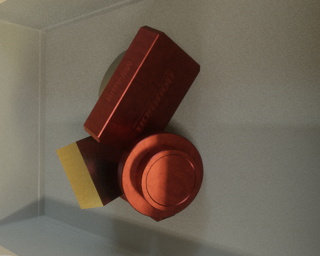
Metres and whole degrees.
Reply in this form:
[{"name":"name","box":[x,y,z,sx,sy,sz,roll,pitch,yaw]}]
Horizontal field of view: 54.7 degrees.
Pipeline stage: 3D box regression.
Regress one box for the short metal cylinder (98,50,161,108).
[{"name":"short metal cylinder","box":[-0.034,-0.053,0.395,0.080,0.050,0.080,-30,46,37]}]

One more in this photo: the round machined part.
[{"name":"round machined part","box":[0.005,0.054,0.347,0.042,0.099,0.097,-165,79,-69]}]

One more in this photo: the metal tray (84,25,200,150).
[{"name":"metal tray","box":[-0.017,-0.036,0.354,0.030,0.090,0.130,34,95,38]}]

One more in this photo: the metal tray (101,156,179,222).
[{"name":"metal tray","box":[-0.028,0.055,0.422,0.130,0.030,0.089,22,104,37]}]

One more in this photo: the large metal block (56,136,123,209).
[{"name":"large metal block","box":[-0.071,0.046,0.395,0.050,0.081,0.080,-20,93,44]}]
